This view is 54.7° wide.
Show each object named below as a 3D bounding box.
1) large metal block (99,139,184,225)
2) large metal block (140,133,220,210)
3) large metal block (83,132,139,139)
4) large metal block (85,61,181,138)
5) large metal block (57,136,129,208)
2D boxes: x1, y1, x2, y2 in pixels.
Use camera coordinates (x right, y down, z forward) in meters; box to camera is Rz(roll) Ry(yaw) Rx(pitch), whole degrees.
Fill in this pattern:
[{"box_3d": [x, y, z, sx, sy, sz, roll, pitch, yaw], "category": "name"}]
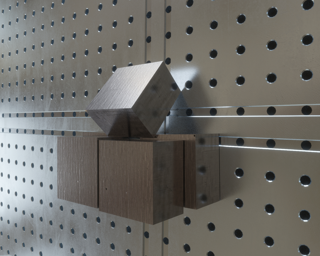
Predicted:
[{"box_3d": [-0.022, 0.053, 0.341, 0.080, 0.050, 0.079, 0, 90, 39], "category": "large metal block"}, {"box_3d": [0.023, 0.047, 0.372, 0.080, 0.050, 0.079, -1, 89, 39], "category": "large metal block"}, {"box_3d": [-0.067, 0.046, 0.446, 0.080, 0.050, 0.079, 2, 91, 39], "category": "large metal block"}, {"box_3d": [-0.033, -0.035, 0.391, 0.080, 0.050, 0.080, 1, 48, 39], "category": "large metal block"}, {"box_3d": [-0.085, 0.050, 0.392, 0.080, 0.050, 0.079, 0, 90, 39], "category": "large metal block"}]
